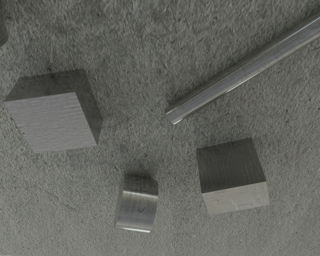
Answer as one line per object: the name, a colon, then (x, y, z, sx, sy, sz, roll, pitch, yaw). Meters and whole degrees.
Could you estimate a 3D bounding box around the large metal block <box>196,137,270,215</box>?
large metal block: (0.098, 0.066, 0.428, 0.080, 0.080, 0.050, -13, 129, 11)

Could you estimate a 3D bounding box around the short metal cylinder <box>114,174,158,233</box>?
short metal cylinder: (-0.037, 0.114, 0.468, 0.050, 0.080, 0.079, 11, 129, -10)

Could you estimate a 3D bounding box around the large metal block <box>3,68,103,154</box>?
large metal block: (-0.122, -0.019, 0.373, 0.080, 0.050, 0.080, -7, 130, 6)

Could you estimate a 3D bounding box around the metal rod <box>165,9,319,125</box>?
metal rod: (0.131, -0.087, 0.334, 0.300, 0.025, 0.025, -32, 124, 24)

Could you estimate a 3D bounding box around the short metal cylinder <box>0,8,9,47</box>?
short metal cylinder: (-0.189, -0.102, 0.283, 0.081, 0.080, 0.050, 0, 130, 0)
